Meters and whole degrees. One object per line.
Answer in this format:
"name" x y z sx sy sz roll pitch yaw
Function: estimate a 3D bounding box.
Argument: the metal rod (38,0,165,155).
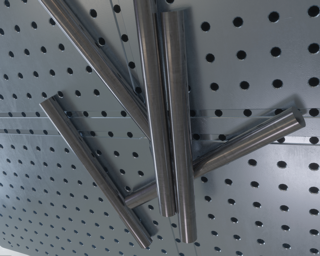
"metal rod" -0.071 -0.075 0.402 0.025 0.025 0.300 -31 102 38

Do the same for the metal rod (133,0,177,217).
"metal rod" -0.004 -0.022 0.376 0.025 0.025 0.298 4 114 26

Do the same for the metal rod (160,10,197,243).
"metal rod" 0.026 0.015 0.382 0.025 0.025 0.298 5 113 26

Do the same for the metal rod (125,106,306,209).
"metal rod" 0.049 0.055 0.419 0.299 0.025 0.025 -35 99 38

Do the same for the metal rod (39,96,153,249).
"metal rod" -0.099 0.081 0.514 0.025 0.025 0.299 -21 107 36
